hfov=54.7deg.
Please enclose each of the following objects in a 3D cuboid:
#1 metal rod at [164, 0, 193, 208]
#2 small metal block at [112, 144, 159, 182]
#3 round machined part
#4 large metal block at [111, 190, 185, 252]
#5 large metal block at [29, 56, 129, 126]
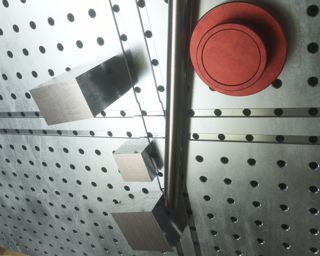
[{"bbox_3d":[0.019,-0.014,0.392,0.025,0.025,0.298,14,124,20],"label":"metal rod"},{"bbox_3d":[-0.036,0.053,0.463,0.050,0.025,0.050,-5,116,30],"label":"small metal block"},{"bbox_3d":[0.076,-0.076,0.313,0.098,0.042,0.097,13,124,21],"label":"round machined part"},{"bbox_3d":[-0.018,0.149,0.497,0.080,0.050,0.080,-13,112,33],"label":"large metal block"},{"bbox_3d":[-0.102,-0.048,0.400,0.080,0.080,0.050,-7,115,31],"label":"large metal block"}]
